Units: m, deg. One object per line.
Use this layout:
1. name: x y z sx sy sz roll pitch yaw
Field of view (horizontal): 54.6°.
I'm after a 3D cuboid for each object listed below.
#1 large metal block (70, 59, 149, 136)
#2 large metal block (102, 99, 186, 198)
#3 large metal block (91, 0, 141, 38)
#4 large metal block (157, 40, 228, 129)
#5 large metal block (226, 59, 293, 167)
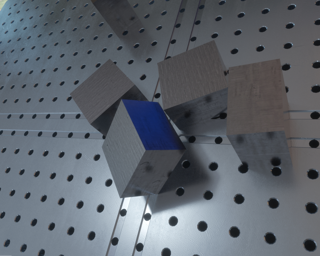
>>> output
1. large metal block: -0.074 -0.043 0.458 0.080 0.050 0.080 -42 51 -1
2. large metal block: -0.023 0.024 0.366 0.080 0.050 0.080 -62 41 35
3. large metal block: -0.088 -0.225 0.559 0.050 0.080 0.080 -35 51 5
4. large metal block: 0.047 -0.055 0.402 0.080 0.050 0.080 -19 54 17
5. large metal block: 0.106 -0.012 0.325 0.050 0.080 0.080 -6 59 25
